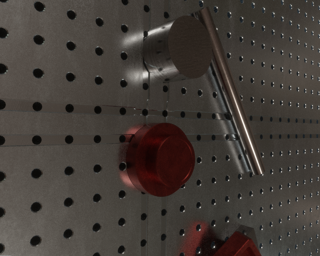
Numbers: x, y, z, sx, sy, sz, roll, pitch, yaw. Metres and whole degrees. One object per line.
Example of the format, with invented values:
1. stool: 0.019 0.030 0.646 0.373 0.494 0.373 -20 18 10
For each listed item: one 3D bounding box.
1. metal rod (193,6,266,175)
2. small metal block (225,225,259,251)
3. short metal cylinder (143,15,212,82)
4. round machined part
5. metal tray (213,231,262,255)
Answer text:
1. metal rod: 0.120 -0.049 0.512 0.025 0.025 0.299 -39 114 -33
2. small metal block: 0.143 0.204 0.533 0.050 0.025 0.050 -27 107 -37
3. short metal cylinder: 0.024 -0.104 0.415 0.081 0.050 0.079 0 90 -40
4. round machined part: 0.008 0.042 0.407 0.099 0.042 0.097 0 90 -40
5. metal tray: 0.104 0.237 0.476 0.131 0.030 0.090 -40 115 -18
